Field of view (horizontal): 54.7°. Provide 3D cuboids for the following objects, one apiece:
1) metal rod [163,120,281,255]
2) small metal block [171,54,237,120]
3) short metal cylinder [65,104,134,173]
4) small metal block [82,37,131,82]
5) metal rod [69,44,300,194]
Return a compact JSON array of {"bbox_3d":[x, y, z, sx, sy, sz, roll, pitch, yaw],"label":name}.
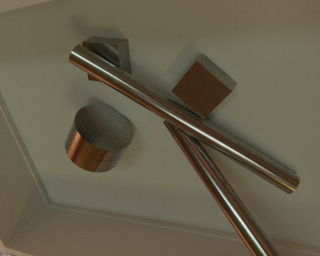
[{"bbox_3d":[0.094,0.106,0.347,0.299,0.025,0.025,56,131,18],"label":"metal rod"},{"bbox_3d":[0.050,-0.047,0.353,0.050,0.025,0.050,41,129,-1],"label":"small metal block"},{"bbox_3d":[-0.083,0.014,0.424,0.080,0.080,0.050,37,129,3],"label":"short metal cylinder"},{"bbox_3d":[-0.066,-0.085,0.389,0.050,0.025,0.050,11,123,22],"label":"small metal block"},{"bbox_3d":[0.029,-0.010,0.366,0.301,0.025,0.025,31,129,0],"label":"metal rod"}]
